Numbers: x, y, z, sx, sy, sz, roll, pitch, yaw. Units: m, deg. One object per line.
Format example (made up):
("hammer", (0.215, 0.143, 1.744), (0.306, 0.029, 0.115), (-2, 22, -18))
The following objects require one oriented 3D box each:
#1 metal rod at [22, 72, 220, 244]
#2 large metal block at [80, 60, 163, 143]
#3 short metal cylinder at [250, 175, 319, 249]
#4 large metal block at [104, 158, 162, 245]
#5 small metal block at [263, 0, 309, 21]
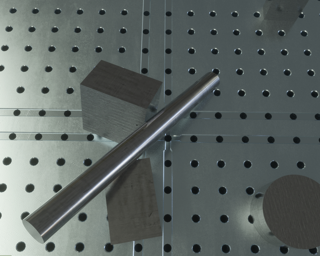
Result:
("metal rod", (-0.013, 0.007, 0.342), (0.025, 0.025, 0.302), (38, 48, 12))
("large metal block", (-0.048, -0.026, 0.385), (0.080, 0.079, 0.050), (21, 50, 7))
("short metal cylinder", (0.153, 0.099, 0.364), (0.081, 0.050, 0.080), (0, 70, 0))
("large metal block", (-0.029, 0.085, 0.351), (0.050, 0.080, 0.080), (-9, 71, -4))
("small metal block", (0.190, -0.190, 0.470), (0.050, 0.050, 0.025), (4, 70, 1))
